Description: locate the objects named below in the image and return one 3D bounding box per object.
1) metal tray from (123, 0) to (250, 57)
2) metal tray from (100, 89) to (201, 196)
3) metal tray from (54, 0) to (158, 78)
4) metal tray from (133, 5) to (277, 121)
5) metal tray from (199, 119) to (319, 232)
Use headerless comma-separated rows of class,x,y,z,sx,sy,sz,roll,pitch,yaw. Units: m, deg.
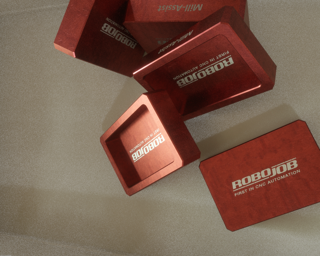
metal tray,0.035,-0.115,0.361,0.130,0.090,0.030,6,80,20
metal tray,-0.019,0.023,0.381,0.129,0.030,0.090,-39,76,47
metal tray,-0.058,-0.118,0.374,0.030,0.131,0.090,28,99,22
metal tray,0.045,-0.061,0.338,0.130,0.030,0.090,-20,128,42
metal tray,0.123,0.056,0.364,0.130,0.030,0.090,-26,82,18
